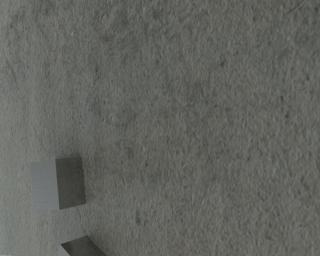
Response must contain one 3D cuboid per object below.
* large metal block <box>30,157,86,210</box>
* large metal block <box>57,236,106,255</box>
[{"bbox_3d":[-0.176,0.094,0.530,0.080,0.050,0.080,-11,83,39],"label":"large metal block"},{"bbox_3d":[-0.122,0.233,0.487,0.080,0.050,0.079,28,108,36],"label":"large metal block"}]
